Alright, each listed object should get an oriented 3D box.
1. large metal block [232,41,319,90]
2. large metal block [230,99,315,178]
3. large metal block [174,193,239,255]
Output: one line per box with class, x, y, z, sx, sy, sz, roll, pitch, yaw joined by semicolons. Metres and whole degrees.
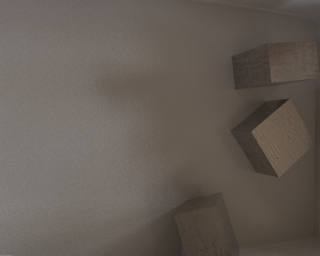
large metal block;0.161;-0.087;0.440;0.081;0.080;0.050;-8;93;-20
large metal block;0.167;0.014;0.458;0.080;0.050;0.080;-37;102;-16
large metal block;0.062;0.133;0.389;0.050;0.080;0.080;-18;85;14
